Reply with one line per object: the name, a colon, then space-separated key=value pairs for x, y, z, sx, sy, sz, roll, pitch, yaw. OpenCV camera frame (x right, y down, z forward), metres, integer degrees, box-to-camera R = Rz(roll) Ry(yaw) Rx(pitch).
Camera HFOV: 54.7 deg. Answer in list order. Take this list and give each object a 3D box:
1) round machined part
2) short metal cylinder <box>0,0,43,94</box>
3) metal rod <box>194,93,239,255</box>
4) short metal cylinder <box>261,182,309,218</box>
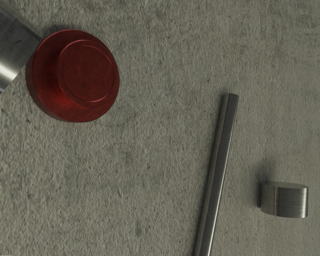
round machined part: x=-0.083 y=-0.054 z=0.325 sx=0.099 sy=0.042 sz=0.097 roll=0 pitch=90 yaw=-40
short metal cylinder: x=-0.142 y=-0.064 z=0.250 sx=0.050 sy=0.080 sz=0.080 roll=39 pitch=66 yaw=-34
metal rod: x=0.085 y=0.091 z=0.478 sx=0.025 sy=0.025 sz=0.299 roll=21 pitch=77 yaw=-39
short metal cylinder: x=0.224 y=0.128 z=0.561 sx=0.081 sy=0.080 sz=0.050 roll=4 pitch=88 yaw=-40
